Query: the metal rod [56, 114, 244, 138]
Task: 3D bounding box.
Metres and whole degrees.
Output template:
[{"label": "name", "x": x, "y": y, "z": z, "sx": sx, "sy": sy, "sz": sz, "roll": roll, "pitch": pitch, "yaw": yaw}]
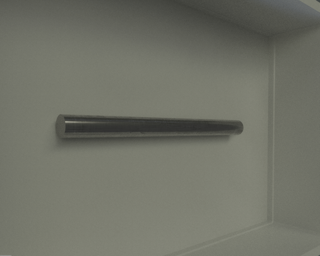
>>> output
[{"label": "metal rod", "x": 0.013, "y": -0.001, "z": 0.417, "sx": 0.302, "sy": 0.025, "sz": 0.025, "roll": 0, "pitch": 90, "yaw": -40}]
